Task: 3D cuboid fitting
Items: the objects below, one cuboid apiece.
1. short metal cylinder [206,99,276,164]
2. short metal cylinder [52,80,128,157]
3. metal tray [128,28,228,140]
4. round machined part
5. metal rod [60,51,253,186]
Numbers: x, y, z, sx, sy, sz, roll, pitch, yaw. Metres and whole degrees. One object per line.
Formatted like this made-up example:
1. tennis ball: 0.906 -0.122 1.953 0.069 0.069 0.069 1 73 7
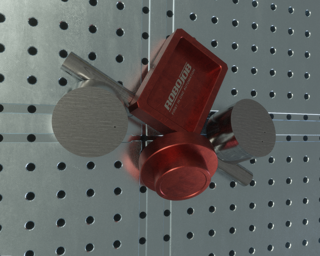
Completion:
1. short metal cylinder: 0.112 0.006 0.428 0.081 0.050 0.080 11 68 -28
2. short metal cylinder: -0.079 -0.012 0.358 0.081 0.050 0.079 -3 107 -9
3. metal tray: 0.028 -0.054 0.404 0.090 0.030 0.130 34 66 -17
4. round machined part: 0.025 0.054 0.384 0.099 0.042 0.097 -6 134 -7
5. metal rod: 0.008 -0.003 0.415 0.301 0.025 0.025 33 79 -17
